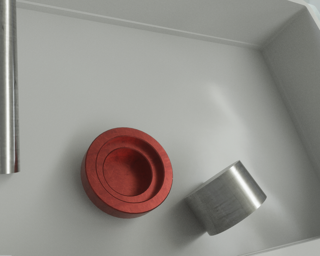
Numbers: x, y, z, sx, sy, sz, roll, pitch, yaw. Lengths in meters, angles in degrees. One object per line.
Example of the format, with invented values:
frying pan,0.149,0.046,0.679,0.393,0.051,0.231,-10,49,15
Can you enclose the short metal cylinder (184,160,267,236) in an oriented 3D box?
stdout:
short metal cylinder,0.076,0.081,0.364,0.081,0.080,0.050,-27,77,-37

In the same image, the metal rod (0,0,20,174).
metal rod,-0.154,-0.106,0.303,0.025,0.025,0.298,-1,89,-29

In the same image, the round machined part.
round machined part,-0.039,0.052,0.344,0.099,0.042,0.098,14,56,-21
